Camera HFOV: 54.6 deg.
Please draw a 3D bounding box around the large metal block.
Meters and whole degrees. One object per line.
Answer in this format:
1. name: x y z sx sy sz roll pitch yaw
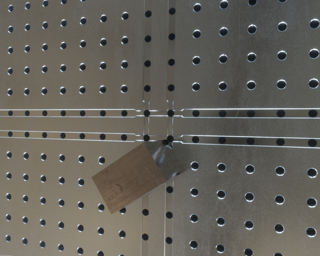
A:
1. large metal block: -0.024 0.058 0.392 0.080 0.080 0.050 -34 79 17
